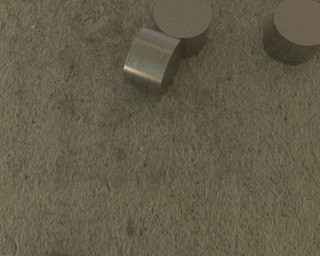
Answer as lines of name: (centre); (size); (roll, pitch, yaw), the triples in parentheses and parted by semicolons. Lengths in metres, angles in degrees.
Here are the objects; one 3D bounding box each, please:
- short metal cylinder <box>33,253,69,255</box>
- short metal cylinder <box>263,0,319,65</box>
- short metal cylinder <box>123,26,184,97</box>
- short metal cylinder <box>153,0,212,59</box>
short metal cylinder: (-0.123, 0.177, 0.329); (0.081, 0.050, 0.080); (0, 70, 0)
short metal cylinder: (0.196, -0.138, 0.446); (0.081, 0.050, 0.080); (0, 70, 0)
short metal cylinder: (-0.007, -0.087, 0.411); (0.050, 0.080, 0.080); (23, 72, 8)
short metal cylinder: (0.031, -0.149, 0.449); (0.081, 0.050, 0.080); (0, 70, 0)
